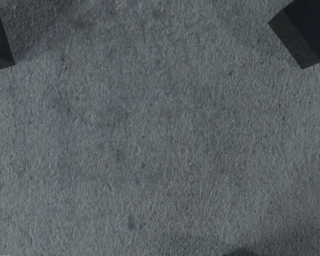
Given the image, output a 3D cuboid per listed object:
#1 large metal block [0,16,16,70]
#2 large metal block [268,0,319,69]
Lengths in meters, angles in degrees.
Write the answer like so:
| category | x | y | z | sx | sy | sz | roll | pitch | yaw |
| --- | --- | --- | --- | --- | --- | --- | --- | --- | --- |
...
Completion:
| category | x | y | z | sx | sy | sz | roll | pitch | yaw |
| --- | --- | --- | --- | --- | --- | --- | --- | --- | --- |
| large metal block | -0.246 | -0.112 | 0.394 | 0.080 | 0.050 | 0.080 | -17 | 90 | -1 |
| large metal block | 0.204 | -0.136 | 0.400 | 0.080 | 0.050 | 0.080 | -37 | 90 | 0 |
